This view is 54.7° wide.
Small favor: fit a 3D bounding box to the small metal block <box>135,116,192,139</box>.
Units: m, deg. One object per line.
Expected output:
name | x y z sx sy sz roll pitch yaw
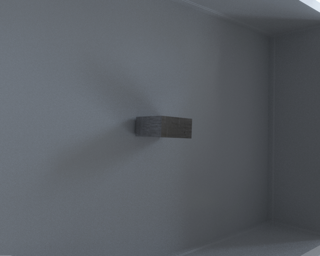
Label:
small metal block | 0.005 -0.001 0.392 0.050 0.050 0.025 4 87 -40
